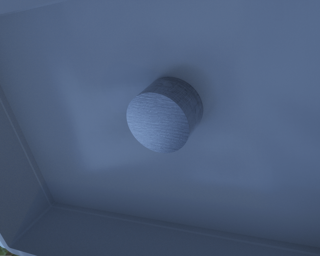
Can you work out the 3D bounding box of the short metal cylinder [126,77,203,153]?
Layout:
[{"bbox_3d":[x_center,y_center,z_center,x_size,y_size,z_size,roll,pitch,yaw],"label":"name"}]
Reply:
[{"bbox_3d":[0.007,-0.016,0.379,0.080,0.050,0.080,13,124,21],"label":"short metal cylinder"}]
